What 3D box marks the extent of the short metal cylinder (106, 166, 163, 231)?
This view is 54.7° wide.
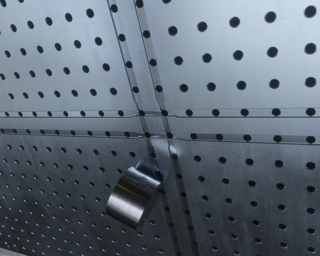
[{"bbox_3d":[-0.037,0.104,0.458,0.050,0.080,0.079,25,127,12],"label":"short metal cylinder"}]
